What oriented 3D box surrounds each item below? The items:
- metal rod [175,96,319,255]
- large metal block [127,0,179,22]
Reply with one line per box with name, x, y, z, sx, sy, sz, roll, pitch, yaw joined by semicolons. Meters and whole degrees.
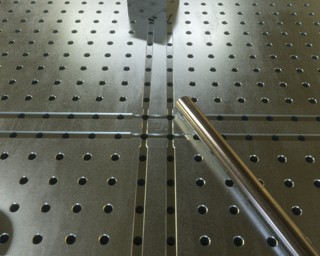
metal rod;0.102;0.066;0.352;0.025;0.025;0.300;-22;53;-17
large metal block;-0.011;-0.259;0.609;0.080;0.050;0.080;16;52;13
